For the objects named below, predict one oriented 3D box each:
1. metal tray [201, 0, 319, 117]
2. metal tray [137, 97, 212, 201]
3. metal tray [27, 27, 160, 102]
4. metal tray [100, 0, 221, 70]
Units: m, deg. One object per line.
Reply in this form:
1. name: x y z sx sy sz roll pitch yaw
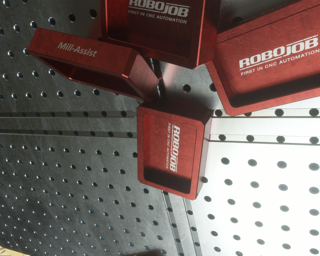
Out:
1. metal tray: 0.114 -0.069 0.304 0.130 0.030 0.090 -14 111 34
2. metal tray: 0.016 0.029 0.417 0.090 0.030 0.129 15 125 19
3. metal tray: -0.075 -0.072 0.367 0.130 0.090 0.030 17 82 18
4. metal tray: -0.005 -0.119 0.313 0.130 0.030 0.089 23 124 31
